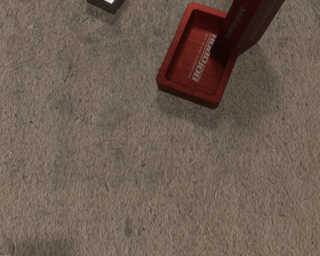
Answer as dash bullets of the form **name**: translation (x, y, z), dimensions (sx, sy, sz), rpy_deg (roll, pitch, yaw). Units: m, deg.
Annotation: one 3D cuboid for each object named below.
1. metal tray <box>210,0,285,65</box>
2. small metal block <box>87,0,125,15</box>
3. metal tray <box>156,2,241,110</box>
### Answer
- **metal tray**: translation (0.122, -0.150, 0.398), dimensions (0.030, 0.129, 0.091), rpy_deg (44, 59, 14)
- **small metal block**: translation (-0.082, -0.213, 0.485), dimensions (0.050, 0.025, 0.050), rpy_deg (28, 72, 9)
- **metal tray**: translation (0.060, -0.101, 0.432), dimensions (0.090, 0.030, 0.130), rpy_deg (21, 80, 8)
